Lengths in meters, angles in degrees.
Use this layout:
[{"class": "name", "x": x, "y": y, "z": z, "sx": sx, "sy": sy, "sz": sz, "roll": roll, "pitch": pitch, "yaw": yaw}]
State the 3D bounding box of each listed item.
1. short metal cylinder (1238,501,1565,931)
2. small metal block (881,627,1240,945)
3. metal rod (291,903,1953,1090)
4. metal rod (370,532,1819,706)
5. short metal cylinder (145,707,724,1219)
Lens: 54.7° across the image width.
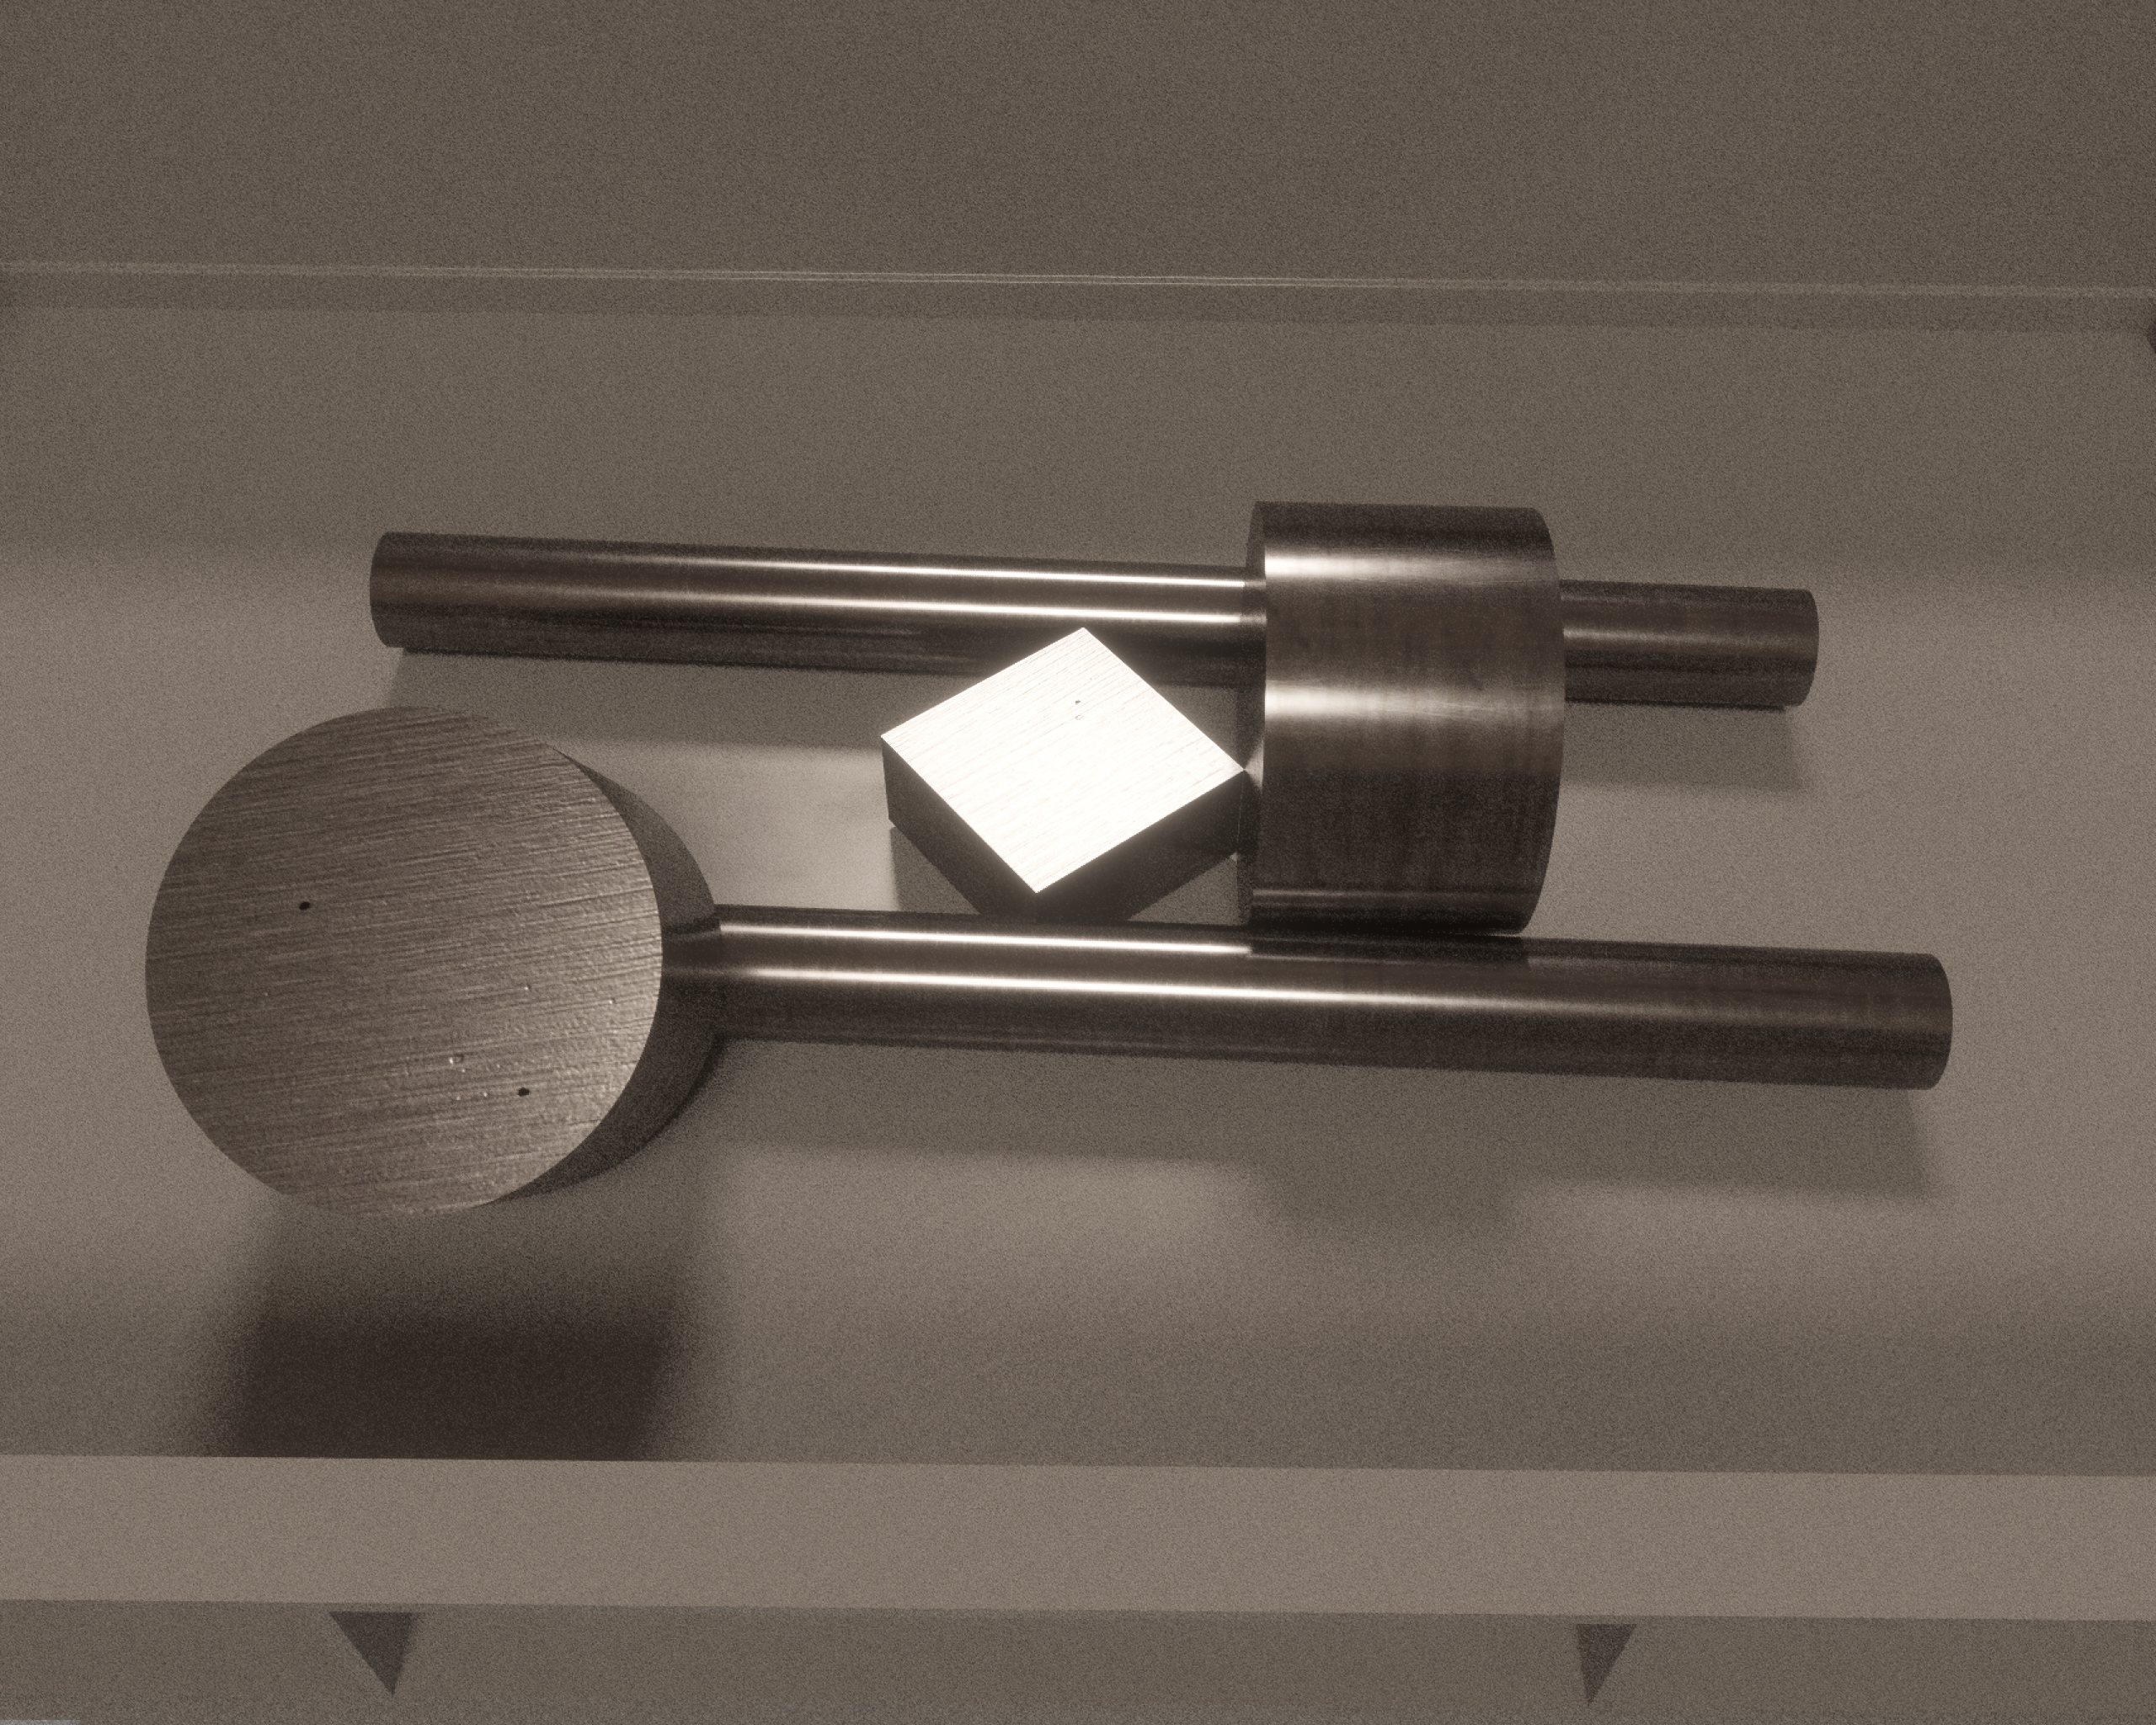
[{"class": "short metal cylinder", "x": 0.057, "y": -0.027, "z": 0.391, "sx": 0.050, "sy": 0.080, "sz": 0.080, "roll": 1, "pitch": 50, "yaw": 1}, {"class": "small metal block", "x": -0.003, "y": -0.013, "z": 0.414, "sx": 0.050, "sy": 0.025, "sz": 0.050, "roll": -31, "pitch": 57, "yaw": -24}, {"class": "metal rod", "x": 0.004, "y": 0.023, "z": 0.383, "sx": 0.302, "sy": 0.025, "sz": 0.025, "roll": 2, "pitch": 50, "yaw": 1}, {"class": "metal rod", "x": 0.003, "y": -0.052, "z": 0.446, "sx": 0.302, "sy": 0.025, "sz": 0.025, "roll": 3, "pitch": 50, "yaw": 1}, {"class": "short metal cylinder", "x": -0.104, "y": 0.018, "z": 0.348, "sx": 0.081, "sy": 0.050, "sz": 0.080, "roll": 0, "pitch": 84, "yaw": 1}]
